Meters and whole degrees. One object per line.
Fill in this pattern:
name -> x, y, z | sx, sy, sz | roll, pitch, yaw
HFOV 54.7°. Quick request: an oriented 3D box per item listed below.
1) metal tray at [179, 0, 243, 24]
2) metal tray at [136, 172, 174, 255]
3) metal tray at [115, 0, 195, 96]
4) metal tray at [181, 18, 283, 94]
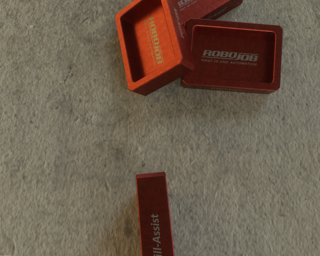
metal tray -> 0.055, -0.205, 0.480 | 0.131, 0.030, 0.090 | -34, 74, -12
metal tray -> -0.003, 0.120, 0.329 | 0.030, 0.090, 0.129 | -5, 70, -2
metal tray -> -0.011, -0.120, 0.423 | 0.090, 0.030, 0.129 | -25, 67, 31
metal tray -> 0.097, -0.097, 0.426 | 0.131, 0.030, 0.089 | 4, 87, -2
